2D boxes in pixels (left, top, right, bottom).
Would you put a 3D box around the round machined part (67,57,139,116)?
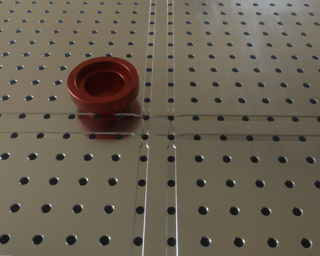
[{"bbox_3d":[-0.078,-0.056,0.443,0.099,0.042,0.098,0,50,0],"label":"round machined part"}]
